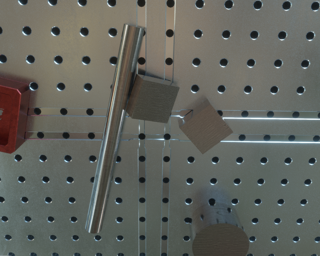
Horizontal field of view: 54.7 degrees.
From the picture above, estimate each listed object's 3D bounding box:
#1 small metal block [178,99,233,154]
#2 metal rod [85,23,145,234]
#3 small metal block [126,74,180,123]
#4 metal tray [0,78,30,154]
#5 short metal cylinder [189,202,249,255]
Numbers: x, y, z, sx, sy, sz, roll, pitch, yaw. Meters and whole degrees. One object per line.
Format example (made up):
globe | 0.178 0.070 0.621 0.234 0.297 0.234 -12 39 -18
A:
small metal block | 0.060 -0.002 0.414 0.050 0.025 0.050 -38 106 12
metal rod | -0.065 0.015 0.417 0.025 0.025 0.298 13 110 -5
small metal block | -0.010 -0.036 0.390 0.050 0.025 0.050 8 112 -29
metal tray | -0.243 -0.025 0.397 0.131 0.030 0.089 14 109 -6
short metal cylinder | 0.085 0.159 0.460 0.081 0.050 0.079 0 110 -1
